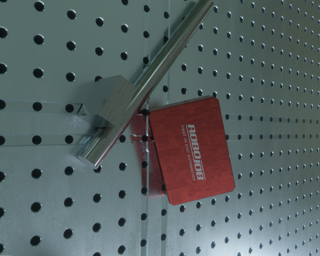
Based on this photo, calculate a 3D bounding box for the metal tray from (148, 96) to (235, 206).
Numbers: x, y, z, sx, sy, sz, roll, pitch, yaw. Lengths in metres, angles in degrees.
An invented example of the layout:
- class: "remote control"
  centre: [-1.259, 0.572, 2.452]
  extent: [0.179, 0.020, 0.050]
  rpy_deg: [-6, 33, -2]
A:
- class: "metal tray"
  centre: [0.042, 0.029, 0.412]
  extent: [0.091, 0.030, 0.129]
  rpy_deg: [-13, 101, -2]

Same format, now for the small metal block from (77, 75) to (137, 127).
- class: "small metal block"
  centre: [-0.060, -0.029, 0.344]
  extent: [0.025, 0.050, 0.050]
  rpy_deg: [38, 67, -34]

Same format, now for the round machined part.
- class: "round machined part"
  centre: [0.057, 0.035, 0.449]
  extent: [0.099, 0.042, 0.097]
  rpy_deg: [0, 89, -40]

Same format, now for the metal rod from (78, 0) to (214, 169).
- class: "metal rod"
  centre: [-0.005, -0.075, 0.406]
  extent: [0.025, 0.025, 0.300]
  rpy_deg: [49, 61, -29]
